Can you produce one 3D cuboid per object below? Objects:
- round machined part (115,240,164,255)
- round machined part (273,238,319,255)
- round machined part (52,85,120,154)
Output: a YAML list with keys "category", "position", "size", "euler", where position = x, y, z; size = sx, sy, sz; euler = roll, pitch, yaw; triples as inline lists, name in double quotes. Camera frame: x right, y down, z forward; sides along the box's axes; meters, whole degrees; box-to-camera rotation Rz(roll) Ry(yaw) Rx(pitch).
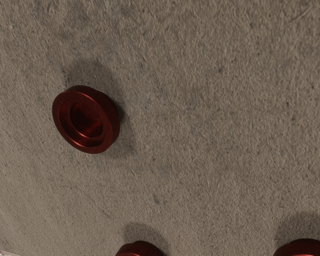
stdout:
- category: "round machined part"
  position: [-0.031, 0.244, 0.561]
  size: [0.098, 0.042, 0.097]
  euler: [13, 124, 20]
- category: "round machined part"
  position: [0.199, 0.185, 0.405]
  size: [0.098, 0.042, 0.097]
  euler: [13, 124, 20]
- category: "round machined part"
  position: [-0.098, -0.015, 0.436]
  size: [0.098, 0.042, 0.097]
  euler: [13, 124, 20]
